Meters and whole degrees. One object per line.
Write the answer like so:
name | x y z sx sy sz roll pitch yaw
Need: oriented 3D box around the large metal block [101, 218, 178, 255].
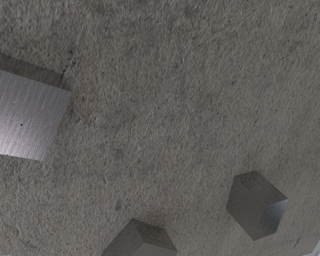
large metal block | -0.033 0.201 0.497 0.080 0.050 0.080 33 100 -38

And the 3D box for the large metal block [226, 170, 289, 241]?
large metal block | 0.168 0.135 0.546 0.050 0.080 0.079 -9 123 -24

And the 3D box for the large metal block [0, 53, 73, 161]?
large metal block | -0.142 -0.021 0.300 0.081 0.050 0.080 17 110 -35
